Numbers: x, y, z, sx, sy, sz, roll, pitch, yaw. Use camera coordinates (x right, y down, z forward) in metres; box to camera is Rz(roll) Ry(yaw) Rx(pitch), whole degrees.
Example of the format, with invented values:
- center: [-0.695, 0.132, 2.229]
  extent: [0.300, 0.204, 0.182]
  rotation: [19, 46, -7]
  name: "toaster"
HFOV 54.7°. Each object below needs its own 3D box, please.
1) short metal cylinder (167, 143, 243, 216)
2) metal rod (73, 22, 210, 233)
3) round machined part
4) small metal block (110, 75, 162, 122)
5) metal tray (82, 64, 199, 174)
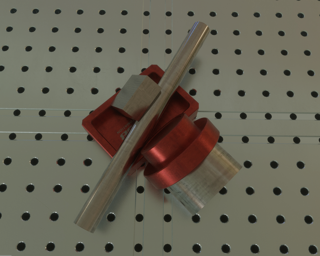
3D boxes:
- center: [0.049, 0.056, 0.361]
  extent: [0.080, 0.080, 0.050]
  rotation: [-42, 76, -14]
  name: "short metal cylinder"
- center: [-0.013, -0.015, 0.385]
  extent: [0.025, 0.025, 0.300]
  rotation: [27, 72, 9]
  name: "metal rod"
- center: [0.017, 0.020, 0.355]
  extent: [0.098, 0.098, 0.042]
  rotation: [-44, 98, -15]
  name: "round machined part"
- center: [-0.031, -0.039, 0.389]
  extent: [0.025, 0.050, 0.050]
  rotation: [39, 82, -27]
  name: "small metal block"
- center: [-0.024, -0.013, 0.413]
  extent: [0.130, 0.030, 0.090]
  rotation: [-41, 76, -14]
  name: "metal tray"
